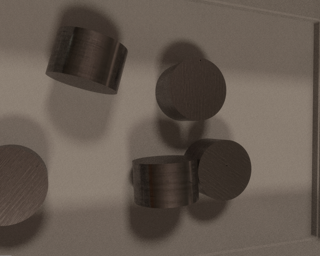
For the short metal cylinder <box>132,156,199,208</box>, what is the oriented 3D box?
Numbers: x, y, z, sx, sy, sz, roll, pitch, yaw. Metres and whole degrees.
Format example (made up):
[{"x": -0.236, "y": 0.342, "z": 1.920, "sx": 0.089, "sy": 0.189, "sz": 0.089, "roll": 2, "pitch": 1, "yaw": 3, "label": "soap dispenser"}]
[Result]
[{"x": 0.007, "y": 0.064, "z": 0.385, "sx": 0.081, "sy": 0.080, "sz": 0.050, "roll": -3, "pitch": 92, "yaw": -20, "label": "short metal cylinder"}]

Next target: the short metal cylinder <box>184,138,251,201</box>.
[{"x": 0.077, "y": 0.055, "z": 0.427, "sx": 0.081, "sy": 0.050, "sz": 0.079, "roll": 0, "pitch": 90, "yaw": -21, "label": "short metal cylinder"}]

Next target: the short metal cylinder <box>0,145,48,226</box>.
[{"x": -0.165, "y": 0.059, "z": 0.337, "sx": 0.081, "sy": 0.050, "sz": 0.079, "roll": 0, "pitch": 90, "yaw": -20, "label": "short metal cylinder"}]

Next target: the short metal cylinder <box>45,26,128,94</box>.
[{"x": -0.082, "y": -0.074, "z": 0.352, "sx": 0.081, "sy": 0.080, "sz": 0.050, "roll": 15, "pitch": 85, "yaw": -20, "label": "short metal cylinder"}]

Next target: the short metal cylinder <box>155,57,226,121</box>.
[{"x": 0.040, "y": -0.049, "z": 0.413, "sx": 0.081, "sy": 0.050, "sz": 0.079, "roll": 0, "pitch": 90, "yaw": -21, "label": "short metal cylinder"}]
